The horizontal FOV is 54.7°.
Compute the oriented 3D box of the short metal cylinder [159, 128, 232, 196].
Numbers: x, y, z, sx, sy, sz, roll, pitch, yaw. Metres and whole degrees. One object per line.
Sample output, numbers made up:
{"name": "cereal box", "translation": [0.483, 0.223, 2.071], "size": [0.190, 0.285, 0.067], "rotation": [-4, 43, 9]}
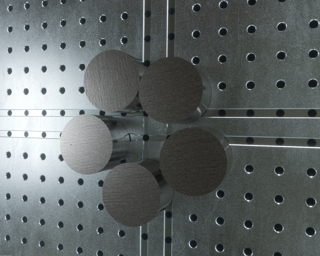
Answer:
{"name": "short metal cylinder", "translation": [0.046, 0.039, 0.382], "size": [0.080, 0.050, 0.079], "rotation": [1, 92, 19]}

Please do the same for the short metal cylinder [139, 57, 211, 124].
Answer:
{"name": "short metal cylinder", "translation": [0.020, -0.045, 0.391], "size": [0.080, 0.050, 0.079], "rotation": [0, 90, 20]}

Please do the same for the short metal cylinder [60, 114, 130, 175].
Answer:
{"name": "short metal cylinder", "translation": [-0.089, 0.021, 0.431], "size": [0.080, 0.050, 0.079], "rotation": [0, 90, 20]}

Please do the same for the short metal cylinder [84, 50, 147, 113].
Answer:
{"name": "short metal cylinder", "translation": [-0.054, -0.060, 0.418], "size": [0.080, 0.050, 0.079], "rotation": [0, 90, 19]}

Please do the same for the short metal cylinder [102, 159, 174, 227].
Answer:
{"name": "short metal cylinder", "translation": [-0.028, 0.083, 0.408], "size": [0.080, 0.050, 0.080], "rotation": [0, 90, 20]}
